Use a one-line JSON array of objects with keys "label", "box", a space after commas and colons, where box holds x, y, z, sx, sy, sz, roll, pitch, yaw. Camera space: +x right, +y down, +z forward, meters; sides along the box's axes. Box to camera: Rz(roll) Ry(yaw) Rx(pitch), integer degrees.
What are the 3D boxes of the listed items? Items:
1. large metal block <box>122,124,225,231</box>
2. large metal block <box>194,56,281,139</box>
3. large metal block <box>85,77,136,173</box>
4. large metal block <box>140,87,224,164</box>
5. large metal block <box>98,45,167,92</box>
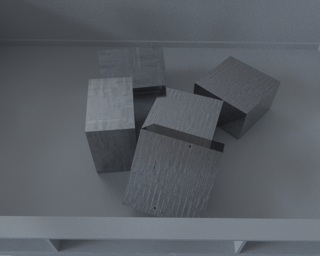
[{"label": "large metal block", "box": [0.016, 0.047, 0.320, 0.080, 0.079, 0.050, 16, 10, 11]}, {"label": "large metal block", "box": [0.102, -0.044, 0.425, 0.080, 0.050, 0.080, 36, 58, 26]}, {"label": "large metal block", "box": [-0.055, -0.003, 0.370, 0.050, 0.080, 0.080, -4, 50, -4]}, {"label": "large metal block", "box": [0.028, 0.001, 0.388, 0.080, 0.050, 0.080, 15, 52, 12]}, {"label": "large metal block", "box": [-0.037, -0.075, 0.423, 0.081, 0.080, 0.050, -6, 92, -5]}]
